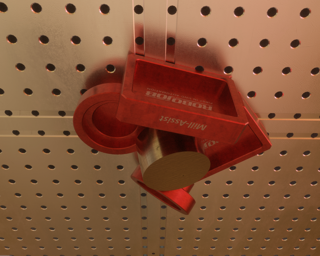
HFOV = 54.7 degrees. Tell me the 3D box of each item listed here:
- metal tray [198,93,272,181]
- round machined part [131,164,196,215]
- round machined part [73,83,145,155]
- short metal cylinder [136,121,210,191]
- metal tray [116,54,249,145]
[{"bbox_3d":[0.072,0.019,0.425,0.130,0.030,0.090,-29,125,22],"label":"metal tray"},{"bbox_3d":[0.010,0.080,0.446,0.098,0.042,0.098,31,164,11],"label":"round machined part"},{"bbox_3d":[-0.054,-0.015,0.387,0.099,0.042,0.097,-1,130,0],"label":"round machined part"},{"bbox_3d":[0.015,0.033,0.375,0.081,0.050,0.080,-9,140,-8],"label":"short metal cylinder"},{"bbox_3d":[0.023,-0.034,0.340,0.131,0.090,0.030,12,129,-11],"label":"metal tray"}]
